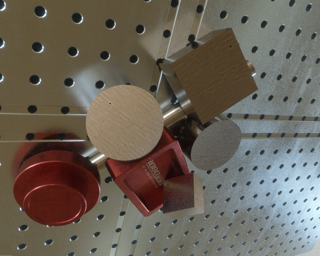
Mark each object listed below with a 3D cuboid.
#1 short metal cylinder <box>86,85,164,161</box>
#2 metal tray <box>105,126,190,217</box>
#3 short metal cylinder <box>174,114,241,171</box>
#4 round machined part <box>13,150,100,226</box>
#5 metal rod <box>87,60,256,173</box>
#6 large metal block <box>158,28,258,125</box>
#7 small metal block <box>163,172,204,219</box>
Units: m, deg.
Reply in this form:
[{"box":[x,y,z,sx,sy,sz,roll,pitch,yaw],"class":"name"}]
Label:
[{"box":[-0.037,-0.003,0.346,0.081,0.050,0.080,0,82,-3],"class":"short metal cylinder"},{"box":[-0.007,0.065,0.425,0.090,0.030,0.130,-33,142,-7],"class":"metal tray"},{"box":[0.066,0.013,0.438,0.081,0.050,0.079,-14,124,-21],"class":"short metal cylinder"},{"box":[-0.121,0.077,0.365,0.099,0.042,0.097,-5,124,-7],"class":"round machined part"},{"box":[-0.003,-0.003,0.410,0.301,0.025,0.025,-32,129,-7],"class":"metal rod"},{"box":[0.057,-0.062,0.372,0.080,0.050,0.080,-32,109,-7],"class":"large metal block"},{"box":[0.032,0.095,0.434,0.050,0.050,0.025,-21,139,30],"class":"small metal block"}]
